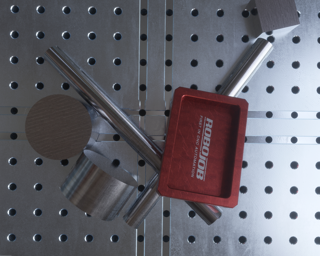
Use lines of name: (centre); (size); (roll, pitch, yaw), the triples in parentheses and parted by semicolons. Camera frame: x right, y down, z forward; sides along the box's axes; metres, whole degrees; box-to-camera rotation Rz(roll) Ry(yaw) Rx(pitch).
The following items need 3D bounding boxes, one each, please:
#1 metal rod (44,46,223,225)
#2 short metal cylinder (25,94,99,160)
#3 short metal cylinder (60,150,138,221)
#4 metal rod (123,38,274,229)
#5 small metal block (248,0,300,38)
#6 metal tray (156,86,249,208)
metal rod: (-0.038, 0.005, 0.395); (0.300, 0.025, 0.025); (45, 90, 6)
short metal cylinder: (-0.123, -0.001, 0.399); (0.081, 0.050, 0.079); (0, 90, -1)
short metal cylinder: (-0.075, 0.070, 0.385); (0.080, 0.080, 0.050); (34, 90, -1)
metal rod: (0.051, 0.007, 0.414); (0.025, 0.025, 0.299); (37, 90, -1)
small metal block: (0.152, -0.154, 0.415); (0.050, 0.025, 0.050); (-13, 90, -1)
metal tray: (0.051, 0.023, 0.369); (0.091, 0.030, 0.129); (11, 76, -2)
